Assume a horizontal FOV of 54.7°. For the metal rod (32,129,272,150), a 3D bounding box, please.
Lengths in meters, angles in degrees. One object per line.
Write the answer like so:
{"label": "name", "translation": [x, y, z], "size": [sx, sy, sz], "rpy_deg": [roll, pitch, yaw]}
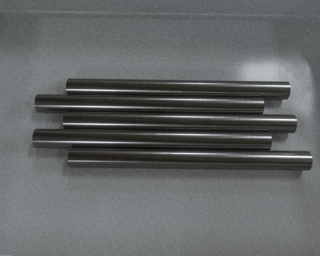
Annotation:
{"label": "metal rod", "translation": [-0.009, 0.015, 0.402], "size": [0.302, 0.025, 0.025], "rpy_deg": [1, 70, 0]}

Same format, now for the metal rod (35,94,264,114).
{"label": "metal rod", "translation": [-0.013, -0.031, 0.419], "size": [0.302, 0.025, 0.025], "rpy_deg": [1, 70, 0]}

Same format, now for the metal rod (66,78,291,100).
{"label": "metal rod", "translation": [0.025, -0.054, 0.428], "size": [0.302, 0.025, 0.025], "rpy_deg": [1, 70, 0]}

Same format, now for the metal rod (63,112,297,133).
{"label": "metal rod", "translation": [0.026, -0.007, 0.411], "size": [0.302, 0.025, 0.025], "rpy_deg": [1, 70, 0]}

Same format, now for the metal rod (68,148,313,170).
{"label": "metal rod", "translation": [0.038, 0.040, 0.394], "size": [0.302, 0.025, 0.025], "rpy_deg": [1, 70, 0]}
